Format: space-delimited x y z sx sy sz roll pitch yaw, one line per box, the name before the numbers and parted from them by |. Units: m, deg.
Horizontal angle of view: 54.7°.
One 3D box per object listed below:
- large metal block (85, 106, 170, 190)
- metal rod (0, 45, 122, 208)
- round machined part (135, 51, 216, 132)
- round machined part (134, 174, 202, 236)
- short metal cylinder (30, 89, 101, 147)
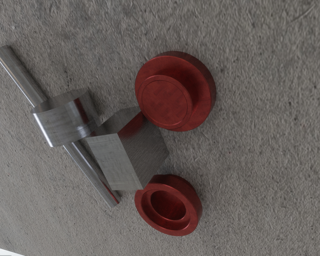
large metal block | -0.038 0.024 0.407 0.050 0.080 0.080 -9 114 32
metal rod | -0.156 0.005 0.492 0.025 0.025 0.299 -24 106 36
round machined part | 0.013 -0.037 0.366 0.098 0.042 0.097 13 124 21
round machined part | 0.015 0.107 0.454 0.098 0.042 0.097 13 124 21
short metal cylinder | -0.129 -0.016 0.429 0.080 0.080 0.050 -6 116 31
